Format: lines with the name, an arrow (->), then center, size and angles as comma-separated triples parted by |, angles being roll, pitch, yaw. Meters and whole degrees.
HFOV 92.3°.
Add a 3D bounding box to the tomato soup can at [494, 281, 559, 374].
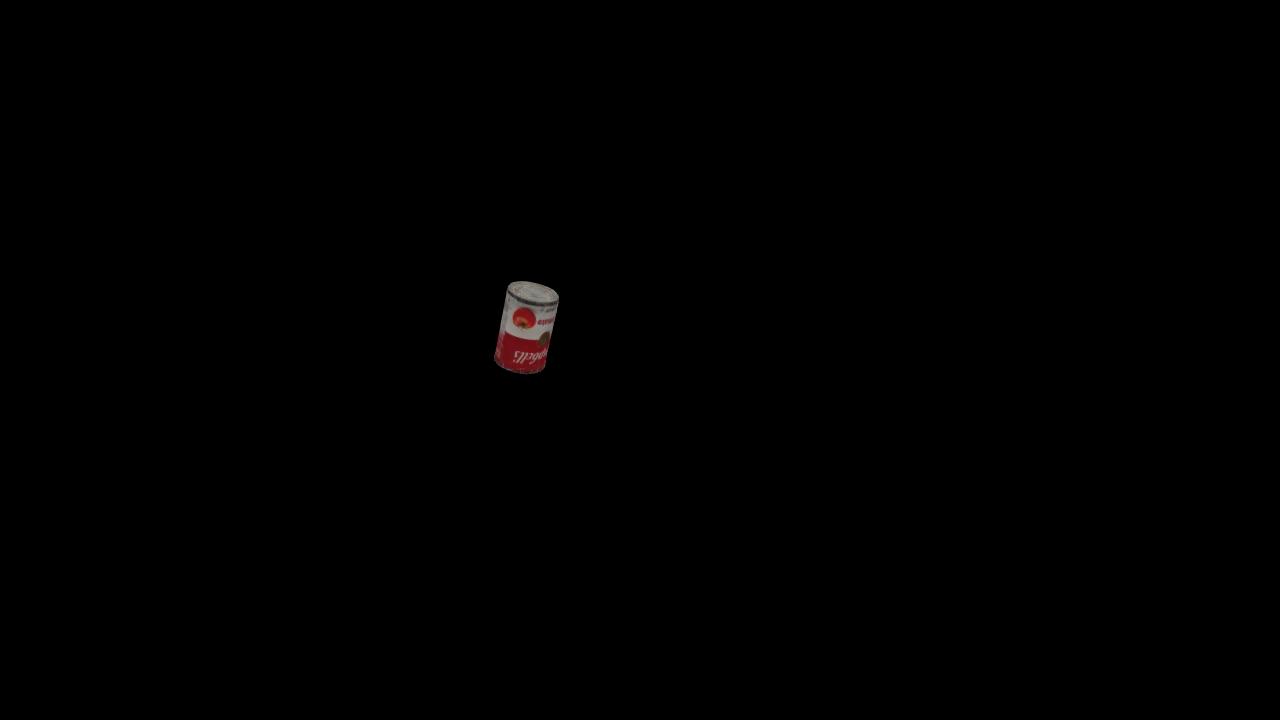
tomato soup can -> -0.145, -0.042, 0.787 | 0.068, 0.101, 0.068 | 14, 24, -6
